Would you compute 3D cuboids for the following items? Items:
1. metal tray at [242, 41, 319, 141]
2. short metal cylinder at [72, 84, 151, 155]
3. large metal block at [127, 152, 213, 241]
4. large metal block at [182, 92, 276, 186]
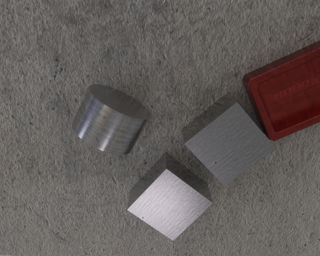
[{"bbox_3d":[0.182,-0.050,0.390,0.130,0.030,0.090,-24,109,8],"label":"metal tray"},{"bbox_3d":[-0.058,-0.011,0.376,0.080,0.080,0.050,27,108,-10],"label":"short metal cylinder"},{"bbox_3d":[0.013,0.095,0.432,0.080,0.050,0.080,38,106,-13],"label":"large metal block"},{"bbox_3d":[0.086,0.014,0.402,0.080,0.050,0.080,-40,106,13],"label":"large metal block"}]
